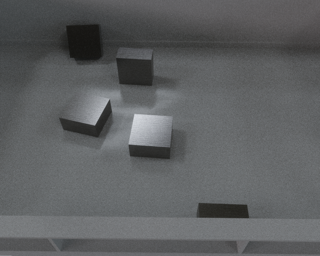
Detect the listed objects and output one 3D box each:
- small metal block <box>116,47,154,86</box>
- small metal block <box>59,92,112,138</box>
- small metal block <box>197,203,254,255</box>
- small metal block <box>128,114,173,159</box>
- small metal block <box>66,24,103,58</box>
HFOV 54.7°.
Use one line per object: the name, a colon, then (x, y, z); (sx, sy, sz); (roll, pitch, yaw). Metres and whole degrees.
small metal block: (-0.036, -0.092, 0.465); (0.050, 0.050, 0.025); (4, 50, 3)
small metal block: (-0.099, -0.019, 0.420); (0.050, 0.025, 0.050); (12, 51, 10)
small metal block: (0.064, 0.106, 0.316); (0.050, 0.025, 0.050); (2, 50, 1)
small metal block: (-0.011, 0.010, 0.396); (0.050, 0.025, 0.050); (4, 50, 3)
small metal block: (-0.121, -0.141, 0.503); (0.050, 0.050, 0.025); (-3, 19, -3)
